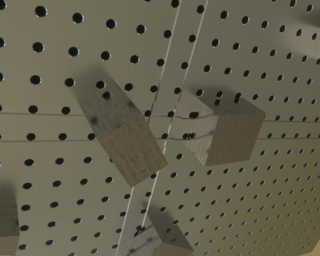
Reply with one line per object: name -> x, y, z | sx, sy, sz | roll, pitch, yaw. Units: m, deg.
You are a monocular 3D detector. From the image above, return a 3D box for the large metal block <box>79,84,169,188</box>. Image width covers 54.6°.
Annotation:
large metal block -> -0.042, 0.007, 0.357 | 0.050, 0.080, 0.080 | -32, 129, -8

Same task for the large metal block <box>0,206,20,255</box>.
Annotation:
large metal block -> -0.216, 0.140, 0.363 | 0.081, 0.050, 0.080 | 7, 115, -31

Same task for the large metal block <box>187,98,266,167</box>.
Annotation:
large metal block -> 0.094, 0.004, 0.448 | 0.081, 0.050, 0.079 | -4, 120, -27

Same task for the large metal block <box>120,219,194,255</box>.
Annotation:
large metal block -> -0.005, 0.209, 0.521 | 0.080, 0.050, 0.080 | 32, 100, -38
